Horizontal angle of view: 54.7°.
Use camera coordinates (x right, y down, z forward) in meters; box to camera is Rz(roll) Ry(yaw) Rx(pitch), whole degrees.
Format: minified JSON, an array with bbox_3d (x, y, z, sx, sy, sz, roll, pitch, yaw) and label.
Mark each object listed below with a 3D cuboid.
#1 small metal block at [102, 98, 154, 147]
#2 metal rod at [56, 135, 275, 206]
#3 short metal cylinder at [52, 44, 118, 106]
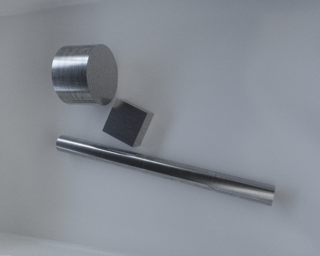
[{"bbox_3d":[-0.043,-0.008,0.425,0.050,0.025,0.050,27,99,17],"label":"small metal block"},{"bbox_3d":[-0.007,0.051,0.411,0.301,0.025,0.025,12,94,19],"label":"metal rod"},{"bbox_3d":[-0.098,-0.070,0.414,0.050,0.080,0.079,3,91,20],"label":"short metal cylinder"}]
